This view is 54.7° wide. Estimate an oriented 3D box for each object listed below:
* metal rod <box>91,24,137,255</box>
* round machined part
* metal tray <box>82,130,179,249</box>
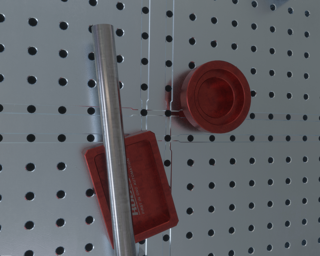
[{"bbox_3d":[-0.052,0.032,0.361,0.025,0.025,0.298,-6,92,-20],"label":"metal rod"},{"bbox_3d":[0.073,-0.041,0.431,0.099,0.042,0.097,0,90,-20],"label":"round machined part"},{"bbox_3d":[-0.037,0.076,0.396,0.091,0.030,0.129,-17,96,-19],"label":"metal tray"}]
